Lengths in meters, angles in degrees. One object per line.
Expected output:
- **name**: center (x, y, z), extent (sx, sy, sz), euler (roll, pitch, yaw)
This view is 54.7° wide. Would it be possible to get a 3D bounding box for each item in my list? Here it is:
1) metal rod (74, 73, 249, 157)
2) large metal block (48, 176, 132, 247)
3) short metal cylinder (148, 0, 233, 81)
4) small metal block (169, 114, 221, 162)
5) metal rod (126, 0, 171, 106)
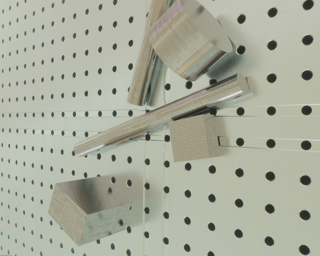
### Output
- **metal rod**: center (-0.022, -0.006, 0.425), extent (0.299, 0.025, 0.025), euler (-21, 77, 37)
- **large metal block**: center (-0.103, 0.117, 0.456), extent (0.080, 0.081, 0.050), euler (29, 108, 36)
- **short metal cylinder**: center (0.034, -0.099, 0.344), extent (0.050, 0.081, 0.080), euler (-39, 67, 33)
- **small metal block**: center (0.041, 0.013, 0.374), extent (0.050, 0.025, 0.050), euler (-13, 82, 39)
- **metal rod**: center (0.004, -0.175, 0.404), extent (0.025, 0.025, 0.298), euler (25, 105, 37)
